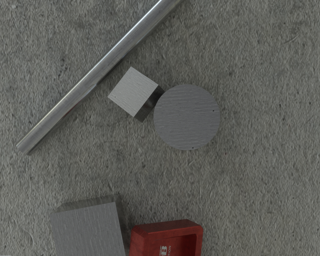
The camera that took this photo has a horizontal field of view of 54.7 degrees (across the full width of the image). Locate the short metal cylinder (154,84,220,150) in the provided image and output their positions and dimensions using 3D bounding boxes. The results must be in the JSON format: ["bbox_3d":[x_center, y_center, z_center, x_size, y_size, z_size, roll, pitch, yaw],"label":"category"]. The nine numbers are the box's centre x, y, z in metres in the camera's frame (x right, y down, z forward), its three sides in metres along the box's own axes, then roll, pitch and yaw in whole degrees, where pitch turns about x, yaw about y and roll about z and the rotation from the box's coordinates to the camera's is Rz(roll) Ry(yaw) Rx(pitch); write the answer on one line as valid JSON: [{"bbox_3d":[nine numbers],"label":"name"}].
[{"bbox_3d":[0.032,-0.013,0.398,0.081,0.050,0.079,0,90,-1],"label":"short metal cylinder"}]

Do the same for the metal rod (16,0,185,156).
[{"bbox_3d":[-0.074,-0.079,0.408,0.025,0.025,0.300,45,89,-1],"label":"metal rod"}]

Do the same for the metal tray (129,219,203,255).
[{"bbox_3d":[0.005,0.185,0.385,0.091,0.030,0.129,5,90,-35],"label":"metal tray"}]

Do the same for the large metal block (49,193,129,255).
[{"bbox_3d":[-0.086,0.135,0.396,0.080,0.050,0.080,-11,90,-1],"label":"large metal block"}]

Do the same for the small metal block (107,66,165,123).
[{"bbox_3d":[-0.030,-0.043,0.400,0.050,0.025,0.050,37,90,26],"label":"small metal block"}]
